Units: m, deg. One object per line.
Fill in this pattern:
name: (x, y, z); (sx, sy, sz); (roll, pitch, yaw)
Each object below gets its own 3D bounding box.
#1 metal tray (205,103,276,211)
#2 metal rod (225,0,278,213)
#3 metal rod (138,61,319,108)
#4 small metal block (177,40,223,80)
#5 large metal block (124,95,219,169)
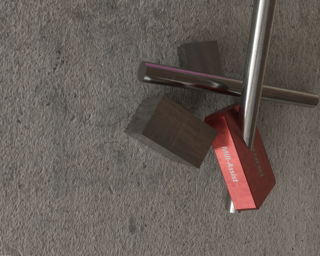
metal tray: (0.112, 0.034, 0.421); (0.091, 0.030, 0.129); (-24, 95, -53)
metal rod: (0.114, -0.021, 0.397); (0.025, 0.025, 0.298); (-6, 113, -20)
metal rod: (0.113, -0.056, 0.434); (0.302, 0.025, 0.025); (5, 89, -27)
small metal block: (0.055, -0.092, 0.431); (0.050, 0.025, 0.050); (-11, 94, -20)
large metal block: (0.011, 0.005, 0.385); (0.080, 0.080, 0.050); (32, 80, -18)
